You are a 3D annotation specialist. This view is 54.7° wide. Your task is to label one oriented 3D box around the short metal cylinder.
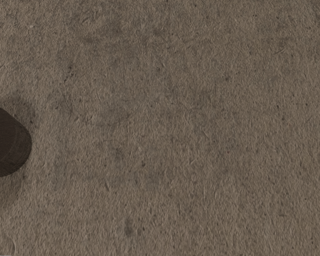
[{"bbox_3d":[-0.210,0.018,0.386,0.081,0.050,0.080,0,70,0],"label":"short metal cylinder"}]
